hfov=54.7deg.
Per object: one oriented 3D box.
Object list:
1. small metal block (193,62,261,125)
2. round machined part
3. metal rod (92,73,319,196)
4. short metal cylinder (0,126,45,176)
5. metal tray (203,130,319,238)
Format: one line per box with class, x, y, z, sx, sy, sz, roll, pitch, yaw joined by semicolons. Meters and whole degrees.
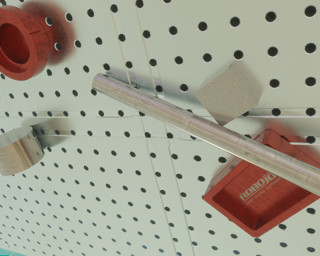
small metal block;0.075;-0.037;0.348;0.050;0.025;0.050;49;128;-7
round machined part;-0.194;-0.118;0.427;0.098;0.042;0.097;13;124;20
metal rod;0.043;-0.002;0.359;0.301;0.025;0.025;26;128;22
short metal cylinder;-0.245;0.038;0.525;0.080;0.080;0.050;-4;117;29
metal tray;0.127;0.074;0.386;0.090;0.030;0.129;37;129;2
